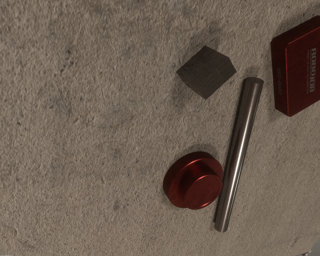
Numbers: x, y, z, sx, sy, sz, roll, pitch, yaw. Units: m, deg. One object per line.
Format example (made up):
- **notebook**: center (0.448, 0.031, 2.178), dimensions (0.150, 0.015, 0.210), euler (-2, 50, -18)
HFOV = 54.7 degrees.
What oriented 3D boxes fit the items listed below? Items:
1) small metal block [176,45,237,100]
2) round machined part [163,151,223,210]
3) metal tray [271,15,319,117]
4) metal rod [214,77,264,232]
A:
- **small metal block**: center (0.056, -0.069, 0.380), dimensions (0.050, 0.050, 0.025), euler (-42, 130, 1)
- **round machined part**: center (0.058, 0.088, 0.484), dimensions (0.099, 0.042, 0.097), euler (-14, 125, -21)
- **metal tray**: center (0.218, -0.090, 0.470), dimensions (0.090, 0.030, 0.129), euler (-29, 129, -10)
- **metal rod**: center (0.125, 0.060, 0.515), dimensions (0.025, 0.025, 0.298), euler (-10, 123, -23)
